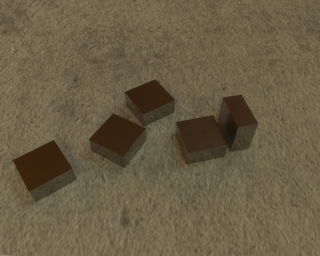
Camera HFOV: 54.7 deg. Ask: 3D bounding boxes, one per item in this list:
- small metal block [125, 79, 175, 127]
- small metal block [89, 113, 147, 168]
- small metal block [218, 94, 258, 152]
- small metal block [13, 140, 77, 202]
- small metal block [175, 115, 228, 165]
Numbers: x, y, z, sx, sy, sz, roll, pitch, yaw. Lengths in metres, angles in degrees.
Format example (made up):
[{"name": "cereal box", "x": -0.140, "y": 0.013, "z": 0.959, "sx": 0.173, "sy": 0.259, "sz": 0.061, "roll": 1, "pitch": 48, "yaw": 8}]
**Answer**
[{"name": "small metal block", "x": -0.014, "y": -0.036, "z": 0.433, "sx": 0.050, "sy": 0.025, "sz": 0.050, "roll": -26, "pitch": 55, "yaw": -21}, {"name": "small metal block", "x": -0.052, "y": 0.015, "z": 0.390, "sx": 0.050, "sy": 0.025, "sz": 0.050, "roll": 24, "pitch": 54, "yaw": 19}, {"name": "small metal block", "x": 0.096, "y": -0.006, "z": 0.393, "sx": 0.025, "sy": 0.050, "sz": 0.050, "roll": -10, "pitch": 51, "yaw": -9}, {"name": "small metal block", "x": -0.134, "y": 0.049, "z": 0.360, "sx": 0.050, "sy": 0.025, "sz": 0.050, "roll": -29, "pitch": 56, "yaw": -23}, {"name": "small metal block", "x": 0.051, "y": 0.014, "z": 0.392, "sx": 0.050, "sy": 0.025, "sz": 0.050, "roll": -11, "pitch": 51, "yaw": -9}]
